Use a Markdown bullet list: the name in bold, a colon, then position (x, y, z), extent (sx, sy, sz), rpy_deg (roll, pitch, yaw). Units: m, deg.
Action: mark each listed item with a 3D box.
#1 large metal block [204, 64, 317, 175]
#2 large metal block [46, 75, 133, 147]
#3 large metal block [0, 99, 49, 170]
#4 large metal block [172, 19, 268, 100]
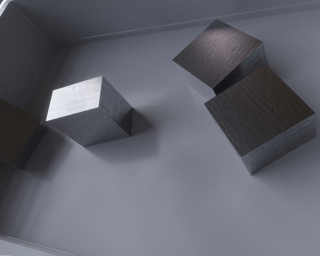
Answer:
- **large metal block**: position (0.108, -0.009, 0.338), extent (0.080, 0.050, 0.080), rpy_deg (-32, 52, 6)
- **large metal block**: position (-0.094, -0.020, 0.430), extent (0.080, 0.080, 0.050), rpy_deg (-13, 57, 21)
- **large metal block**: position (-0.236, 0.009, 0.481), extent (0.080, 0.050, 0.080), rpy_deg (26, 73, 0)
- **large metal block**: position (0.077, -0.082, 0.399), extent (0.080, 0.050, 0.080), rpy_deg (-43, 51, -2)
